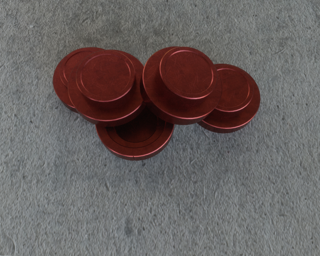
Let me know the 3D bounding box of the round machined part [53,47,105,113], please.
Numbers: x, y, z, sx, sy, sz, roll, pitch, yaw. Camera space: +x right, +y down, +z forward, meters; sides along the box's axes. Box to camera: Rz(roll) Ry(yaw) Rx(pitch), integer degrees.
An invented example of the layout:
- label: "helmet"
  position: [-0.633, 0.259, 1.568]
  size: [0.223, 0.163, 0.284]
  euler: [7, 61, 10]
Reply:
- label: "round machined part"
  position: [-0.098, -0.070, 0.424]
  size: [0.099, 0.042, 0.098]
  euler: [0, 70, -1]

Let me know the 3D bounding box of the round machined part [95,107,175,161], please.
- label: "round machined part"
  position: [-0.031, -0.005, 0.401]
  size: [0.099, 0.042, 0.098]
  euler: [0, 70, -1]

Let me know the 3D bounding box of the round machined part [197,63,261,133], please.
- label: "round machined part"
  position: [0.087, -0.045, 0.417]
  size: [0.099, 0.042, 0.098]
  euler: [0, 70, -1]

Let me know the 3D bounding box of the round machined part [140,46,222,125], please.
- label: "round machined part"
  position: [0.028, -0.056, 0.366]
  size: [0.099, 0.042, 0.098]
  euler: [5, 68, -13]

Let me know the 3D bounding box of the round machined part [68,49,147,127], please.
- label: "round machined part"
  position: [-0.062, -0.054, 0.374]
  size: [0.099, 0.042, 0.098]
  euler: [0, 70, -1]
